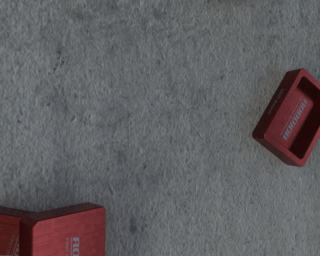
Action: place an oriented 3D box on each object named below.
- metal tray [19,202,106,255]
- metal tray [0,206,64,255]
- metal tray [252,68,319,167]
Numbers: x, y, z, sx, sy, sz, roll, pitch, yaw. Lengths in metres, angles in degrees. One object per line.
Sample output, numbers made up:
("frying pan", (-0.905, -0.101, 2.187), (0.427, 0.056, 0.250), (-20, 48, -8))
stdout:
("metal tray", (-0.107, 0.157, 0.347), (0.091, 0.030, 0.129), (1, 90, -48))
("metal tray", (-0.168, 0.159, 0.344), (0.091, 0.030, 0.129), (17, 84, -20))
("metal tray", (0.213, -0.016, 0.486), (0.090, 0.030, 0.130), (36, 78, -17))
